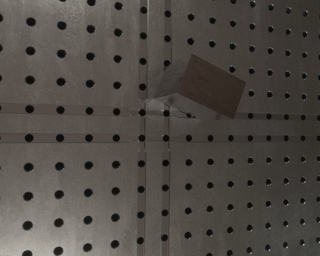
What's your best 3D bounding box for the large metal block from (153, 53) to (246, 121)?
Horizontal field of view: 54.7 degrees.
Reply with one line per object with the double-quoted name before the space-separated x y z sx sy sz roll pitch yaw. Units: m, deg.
"large metal block" 0.049 -0.048 0.403 0.080 0.080 0.050 23 82 -19
